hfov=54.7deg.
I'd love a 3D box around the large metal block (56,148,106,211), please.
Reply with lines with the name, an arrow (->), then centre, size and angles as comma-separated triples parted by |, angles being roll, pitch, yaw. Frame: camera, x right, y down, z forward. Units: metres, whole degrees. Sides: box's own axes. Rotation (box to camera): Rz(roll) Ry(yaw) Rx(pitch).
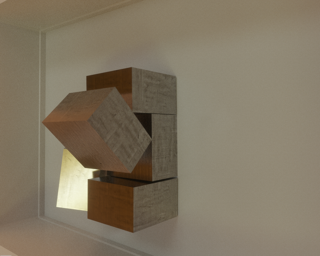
large metal block -> -0.107, 0.063, 0.444 | 0.050, 0.080, 0.079 | 9, 98, -4

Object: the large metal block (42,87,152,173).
large metal block -> -0.070, 0.004, 0.351 | 0.080, 0.080, 0.050 | -1, 45, 39

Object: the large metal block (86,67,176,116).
large metal block -> -0.036, -0.042, 0.395 | 0.080, 0.081, 0.050 | -1, 89, 39

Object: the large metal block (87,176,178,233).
large metal block -> -0.034, 0.089, 0.394 | 0.080, 0.081, 0.050 | 1, 91, 39

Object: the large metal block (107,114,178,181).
large metal block -> -0.024, 0.023, 0.409 | 0.080, 0.050, 0.079 | -1, 90, 39
